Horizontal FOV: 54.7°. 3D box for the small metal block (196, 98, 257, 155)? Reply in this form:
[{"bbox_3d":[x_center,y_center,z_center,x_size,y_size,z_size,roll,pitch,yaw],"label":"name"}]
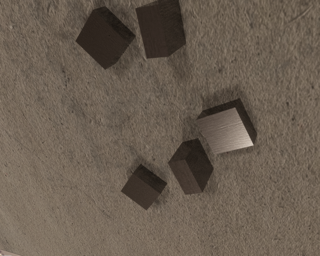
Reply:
[{"bbox_3d":[0.079,-0.001,0.364,0.050,0.025,0.050,-19,109,35],"label":"small metal block"}]

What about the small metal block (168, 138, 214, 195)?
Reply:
[{"bbox_3d":[0.041,0.049,0.398,0.025,0.050,0.050,-16,110,34],"label":"small metal block"}]

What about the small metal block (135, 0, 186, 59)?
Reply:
[{"bbox_3d":[0.003,-0.105,0.323,0.025,0.050,0.050,1,119,27],"label":"small metal block"}]

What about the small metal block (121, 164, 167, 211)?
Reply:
[{"bbox_3d":[-0.025,0.091,0.475,0.050,0.025,0.050,36,129,3],"label":"small metal block"}]

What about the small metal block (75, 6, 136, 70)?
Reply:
[{"bbox_3d":[-0.066,-0.108,0.373,0.050,0.025,0.050,44,129,-3],"label":"small metal block"}]
